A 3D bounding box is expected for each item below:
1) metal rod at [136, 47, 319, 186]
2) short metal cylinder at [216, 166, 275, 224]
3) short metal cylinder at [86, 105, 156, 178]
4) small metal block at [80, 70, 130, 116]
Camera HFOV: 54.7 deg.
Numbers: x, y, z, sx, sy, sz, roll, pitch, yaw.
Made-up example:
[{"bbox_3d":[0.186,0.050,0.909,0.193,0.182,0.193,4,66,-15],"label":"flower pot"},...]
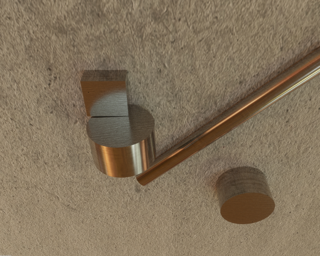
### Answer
[{"bbox_3d":[0.080,-0.003,0.405,0.299,0.025,0.025,-36,122,26],"label":"metal rod"},{"bbox_3d":[0.131,0.105,0.482,0.081,0.050,0.079,0,130,0],"label":"short metal cylinder"},{"bbox_3d":[-0.046,0.014,0.383,0.080,0.080,0.050,-1,130,1],"label":"short metal cylinder"},{"bbox_3d":[-0.064,-0.041,0.371,0.050,0.025,0.050,0,130,0],"label":"small metal block"}]
